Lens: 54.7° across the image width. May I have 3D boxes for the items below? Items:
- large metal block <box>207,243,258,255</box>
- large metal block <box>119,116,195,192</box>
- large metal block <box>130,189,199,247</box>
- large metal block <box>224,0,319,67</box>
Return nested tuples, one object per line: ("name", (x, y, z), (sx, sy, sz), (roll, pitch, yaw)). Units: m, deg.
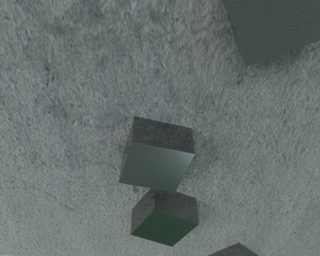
("large metal block", (0.157, 0.289, 0.640), (0.080, 0.050, 0.080), (-35, 123, 25))
("large metal block", (-0.006, 0.037, 0.423), (0.081, 0.050, 0.079), (12, 129, -11))
("large metal block", (0.007, 0.147, 0.516), (0.080, 0.050, 0.080), (24, 126, -19))
("large metal block", (0.106, -0.117, 0.293), (0.080, 0.050, 0.080), (-19, 128, 15))
